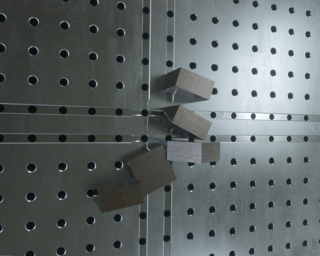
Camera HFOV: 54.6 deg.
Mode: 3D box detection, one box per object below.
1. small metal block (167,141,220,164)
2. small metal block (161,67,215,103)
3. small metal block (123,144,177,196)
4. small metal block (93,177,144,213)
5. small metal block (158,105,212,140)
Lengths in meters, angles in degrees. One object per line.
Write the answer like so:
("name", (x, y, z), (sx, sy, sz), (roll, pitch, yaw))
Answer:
("small metal block", (0.044, 0.030, 0.405), (0.050, 0.050, 0.025), (2, 90, -53))
("small metal block", (0.036, -0.056, 0.412), (0.050, 0.050, 0.025), (19, 84, -19))
("small metal block", (-0.013, 0.054, 0.408), (0.050, 0.025, 0.050), (-25, 99, -19))
("small metal block", (-0.052, 0.080, 0.380), (0.050, 0.050, 0.025), (-9, 93, -19))
("small metal block", (0.032, -0.007, 0.411), (0.050, 0.050, 0.025), (28, 81, -18))
